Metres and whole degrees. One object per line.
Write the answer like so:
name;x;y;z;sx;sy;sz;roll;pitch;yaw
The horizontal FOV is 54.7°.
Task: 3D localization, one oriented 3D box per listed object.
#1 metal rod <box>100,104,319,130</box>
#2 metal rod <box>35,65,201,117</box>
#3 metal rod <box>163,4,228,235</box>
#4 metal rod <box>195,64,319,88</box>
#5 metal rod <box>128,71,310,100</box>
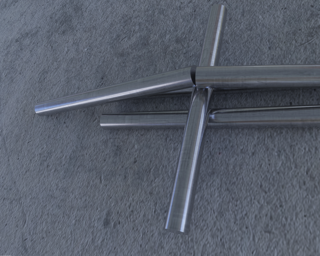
metal rod;0.054;-0.011;0.382;0.300;0.025;0.025;-1;62;27
metal rod;-0.080;-0.046;0.442;0.300;0.025;0.025;-7;58;35
metal rod;0.048;-0.030;0.365;0.025;0.025;0.300;0;61;28
metal rod;0.186;-0.052;0.307;0.301;0.025;0.025;2;62;17
metal rod;0.066;-0.055;0.403;0.300;0.025;0.025;-1;62;27
